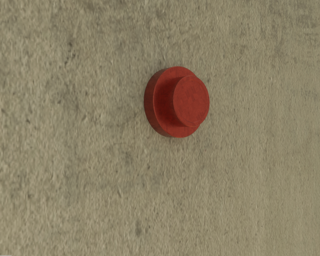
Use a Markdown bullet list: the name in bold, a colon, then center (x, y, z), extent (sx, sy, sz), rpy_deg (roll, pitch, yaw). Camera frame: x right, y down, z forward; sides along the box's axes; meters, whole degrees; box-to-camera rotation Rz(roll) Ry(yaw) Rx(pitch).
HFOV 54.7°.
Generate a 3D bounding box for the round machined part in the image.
- **round machined part**: center (0.030, -0.035, 0.421), extent (0.099, 0.042, 0.097), rpy_deg (0, 90, -40)
